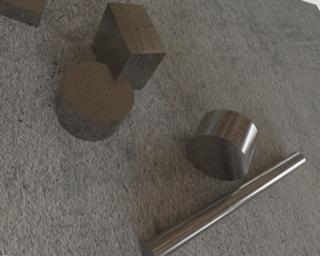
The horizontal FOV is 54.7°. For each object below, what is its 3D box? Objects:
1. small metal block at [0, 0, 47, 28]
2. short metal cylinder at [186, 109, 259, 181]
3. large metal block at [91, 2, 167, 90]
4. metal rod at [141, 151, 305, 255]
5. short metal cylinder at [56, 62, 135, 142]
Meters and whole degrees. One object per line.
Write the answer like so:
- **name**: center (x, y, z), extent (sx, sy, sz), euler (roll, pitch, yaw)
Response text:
- **small metal block**: center (-0.180, -0.167, 0.410), extent (0.050, 0.025, 0.050), euler (14, 56, -21)
- **short metal cylinder**: center (0.081, 0.023, 0.400), extent (0.080, 0.080, 0.050), euler (37, 51, -4)
- **large metal block**: center (-0.044, -0.104, 0.409), extent (0.050, 0.080, 0.080), euler (-11, 68, -33)
- **metal rod**: center (0.104, 0.090, 0.406), extent (0.302, 0.025, 0.025), euler (-19, 72, -36)
- **short metal cylinder**: center (-0.077, -0.031, 0.366), extent (0.081, 0.050, 0.080), euler (14, 56, -21)
